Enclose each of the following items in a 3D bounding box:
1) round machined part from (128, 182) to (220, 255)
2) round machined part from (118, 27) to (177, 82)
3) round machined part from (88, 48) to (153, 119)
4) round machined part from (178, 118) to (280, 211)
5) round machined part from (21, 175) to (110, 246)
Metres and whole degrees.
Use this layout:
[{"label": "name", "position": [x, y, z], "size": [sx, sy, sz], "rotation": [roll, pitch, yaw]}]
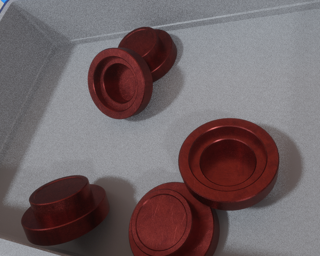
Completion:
[{"label": "round machined part", "position": [0.009, 0.103, 0.327], "size": [0.098, 0.042, 0.098], "rotation": [-13, 56, 21]}, {"label": "round machined part", "position": [-0.027, -0.118, 0.481], "size": [0.098, 0.042, 0.098], "rotation": [-13, 56, 21]}, {"label": "round machined part", "position": [-0.051, -0.064, 0.440], "size": [0.098, 0.042, 0.097], "rotation": [9, 107, 29]}, {"label": "round machined part", "position": [0.072, 0.040, 0.324], "size": [0.098, 0.042, 0.098], "rotation": [-8, 51, 11]}, {"label": "round machined part", "position": [-0.113, 0.089, 0.365], "size": [0.099, 0.042, 0.098], "rotation": [-12, 16, 4]}]
